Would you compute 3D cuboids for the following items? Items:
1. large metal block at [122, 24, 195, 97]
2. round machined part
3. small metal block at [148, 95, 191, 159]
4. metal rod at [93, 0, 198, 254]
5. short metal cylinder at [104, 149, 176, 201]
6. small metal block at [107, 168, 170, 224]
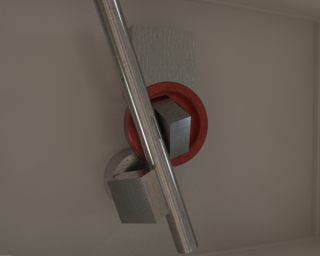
[{"bbox_3d":[-0.003,-0.080,0.394,0.081,0.050,0.079,0,90,-21],"label":"large metal block"},{"bbox_3d":[0.004,-0.004,0.371,0.099,0.042,0.097,0,90,-21],"label":"round machined part"},{"bbox_3d":[0.009,-0.002,0.349,0.025,0.050,0.050,-20,132,-23],"label":"small metal block"},{"bbox_3d":[-0.015,-0.007,0.330,0.025,0.025,0.298,-20,97,-19],"label":"metal rod"},{"bbox_3d":[-0.026,0.066,0.388,0.081,0.050,0.079,0,90,-21],"label":"short metal cylinder"},{"bbox_3d":[-0.023,0.074,0.333,0.025,0.050,0.050,-26,100,-52],"label":"small metal block"}]
